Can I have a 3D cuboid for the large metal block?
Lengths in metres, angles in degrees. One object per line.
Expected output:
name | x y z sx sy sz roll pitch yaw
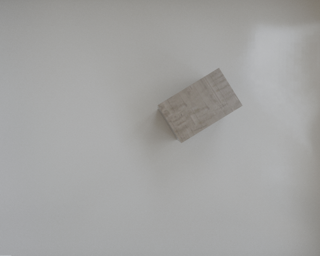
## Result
large metal block | 0.045 -0.025 0.385 0.080 0.080 0.050 -32 90 0
